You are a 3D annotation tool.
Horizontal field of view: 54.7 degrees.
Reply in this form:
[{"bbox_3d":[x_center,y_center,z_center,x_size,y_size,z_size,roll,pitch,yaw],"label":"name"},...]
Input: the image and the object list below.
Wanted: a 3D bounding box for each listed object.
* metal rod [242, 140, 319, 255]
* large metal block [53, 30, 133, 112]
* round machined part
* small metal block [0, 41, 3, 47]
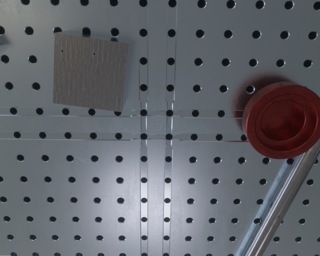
[{"bbox_3d":[0.175,0.120,0.459,0.025,0.025,0.298,17,109,-7],"label":"metal rod"},{"bbox_3d":[-0.080,-0.069,0.374,0.081,0.050,0.079,8,110,-3],"label":"large metal block"},{"bbox_3d":[0.156,-0.012,0.401,0.099,0.042,0.097,0,110,0],"label":"round machined part"},{"bbox_3d":[-0.230,-0.107,0.372,0.050,0.025,0.050,-30,108,10],"label":"small metal block"}]
